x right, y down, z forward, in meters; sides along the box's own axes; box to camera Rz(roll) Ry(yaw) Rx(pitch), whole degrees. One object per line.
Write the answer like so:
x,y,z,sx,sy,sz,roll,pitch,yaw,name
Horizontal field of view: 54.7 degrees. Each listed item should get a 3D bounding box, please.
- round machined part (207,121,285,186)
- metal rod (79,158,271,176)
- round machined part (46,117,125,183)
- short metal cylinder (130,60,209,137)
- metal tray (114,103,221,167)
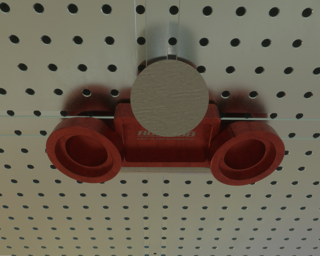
0.110,0.029,0.415,0.099,0.042,0.097,-5,129,-6,round machined part
0.010,0.055,0.453,0.302,0.025,0.025,1,130,-2,metal rod
-0.094,0.025,0.409,0.099,0.042,0.097,5,128,6,round machined part
0.010,-0.035,0.341,0.081,0.050,0.079,0,104,0,short metal cylinder
0.008,0.012,0.413,0.131,0.030,0.089,0,131,-1,metal tray
